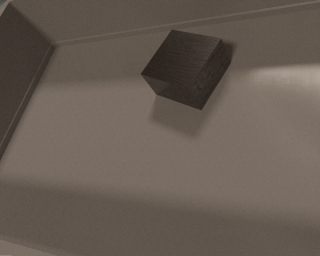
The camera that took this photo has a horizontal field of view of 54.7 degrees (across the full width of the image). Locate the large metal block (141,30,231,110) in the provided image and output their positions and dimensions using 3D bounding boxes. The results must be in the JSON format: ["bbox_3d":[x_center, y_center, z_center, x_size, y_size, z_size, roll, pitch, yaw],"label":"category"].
[{"bbox_3d":[0.036,-0.080,0.419,0.080,0.050,0.080,23,74,36],"label":"large metal block"}]
